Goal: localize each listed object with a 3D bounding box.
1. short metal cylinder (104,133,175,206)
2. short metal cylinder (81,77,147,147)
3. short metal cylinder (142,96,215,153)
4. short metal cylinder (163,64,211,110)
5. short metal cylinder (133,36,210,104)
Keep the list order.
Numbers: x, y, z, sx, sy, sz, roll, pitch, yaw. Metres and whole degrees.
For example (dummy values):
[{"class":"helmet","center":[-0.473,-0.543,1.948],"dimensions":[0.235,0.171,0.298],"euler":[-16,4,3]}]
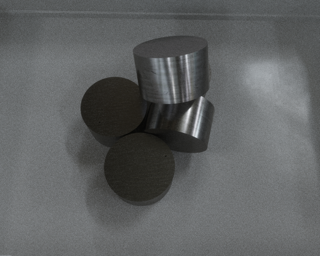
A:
[{"class":"short metal cylinder","center":[-0.023,0.051,0.375],"dimensions":[0.081,0.050,0.080],"euler":[0,70,0]},{"class":"short metal cylinder","center":[-0.056,-0.019,0.400],"dimensions":[0.081,0.050,0.080],"euler":[0,70,0]},{"class":"short metal cylinder","center":[0.023,-0.006,0.382],"dimensions":[0.080,0.080,0.050],"euler":[13,71,4]},{"class":"short metal cylinder","center":[0.025,-0.063,0.418],"dimensions":[0.081,0.050,0.080],"euler":[0,70,0]},{"class":"short metal cylinder","center":[0.014,-0.067,0.345],"dimensions":[0.080,0.050,0.080],"euler":[-6,30,4]}]
